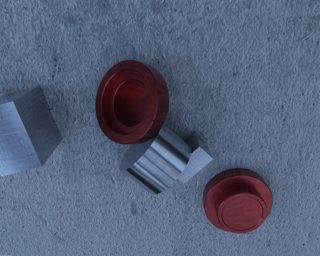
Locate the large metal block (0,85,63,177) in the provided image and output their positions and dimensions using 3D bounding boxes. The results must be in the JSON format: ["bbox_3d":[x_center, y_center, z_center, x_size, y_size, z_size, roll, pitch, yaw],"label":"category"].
[{"bbox_3d":[-0.169,0.000,0.378,0.050,0.080,0.080,-14,110,5],"label":"large metal block"}]

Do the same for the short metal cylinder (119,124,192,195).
[{"bbox_3d":[-0.006,0.037,0.394,0.050,0.080,0.080,40,105,-15],"label":"short metal cylinder"}]

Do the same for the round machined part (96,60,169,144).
[{"bbox_3d":[-0.028,-0.029,0.372,0.098,0.042,0.097,-2,86,37],"label":"round machined part"}]

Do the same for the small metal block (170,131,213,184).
[{"bbox_3d":[0.039,0.038,0.411,0.050,0.050,0.025,-43,106,14],"label":"small metal block"}]

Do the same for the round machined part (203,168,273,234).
[{"bbox_3d":[0.113,0.110,0.443,0.099,0.042,0.097,0,110,-1],"label":"round machined part"}]
